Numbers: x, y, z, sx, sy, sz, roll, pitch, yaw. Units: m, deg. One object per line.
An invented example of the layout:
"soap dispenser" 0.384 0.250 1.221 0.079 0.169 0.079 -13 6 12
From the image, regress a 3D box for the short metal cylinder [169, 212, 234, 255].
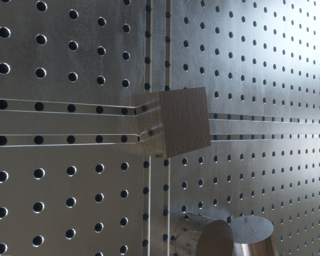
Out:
"short metal cylinder" 0.060 0.166 0.444 0.081 0.050 0.080 0 91 -40

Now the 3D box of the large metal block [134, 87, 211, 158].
"large metal block" 0.018 -0.009 0.408 0.081 0.050 0.079 -11 98 -39

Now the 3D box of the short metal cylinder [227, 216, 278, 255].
"short metal cylinder" 0.143 0.183 0.493 0.081 0.080 0.050 -22 104 -38
